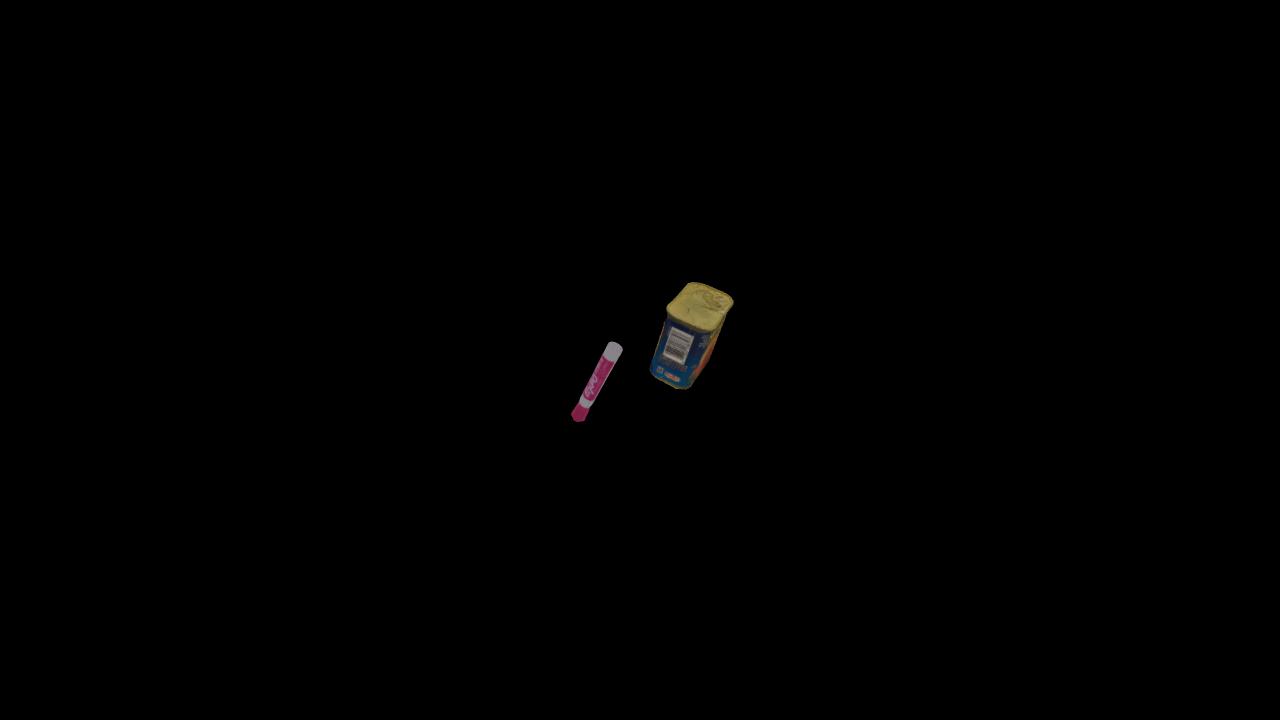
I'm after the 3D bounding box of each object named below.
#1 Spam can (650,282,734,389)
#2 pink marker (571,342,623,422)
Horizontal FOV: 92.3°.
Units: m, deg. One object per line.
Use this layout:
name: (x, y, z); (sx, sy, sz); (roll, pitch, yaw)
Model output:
Spam can: (0.056, -0.028, 0.692); (0.058, 0.085, 0.101); (26, 34, 12)
pink marker: (-0.053, 0.029, 0.727); (0.020, 0.121, 0.020); (21, 33, -14)
